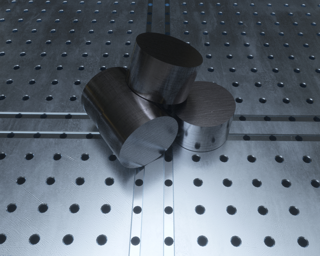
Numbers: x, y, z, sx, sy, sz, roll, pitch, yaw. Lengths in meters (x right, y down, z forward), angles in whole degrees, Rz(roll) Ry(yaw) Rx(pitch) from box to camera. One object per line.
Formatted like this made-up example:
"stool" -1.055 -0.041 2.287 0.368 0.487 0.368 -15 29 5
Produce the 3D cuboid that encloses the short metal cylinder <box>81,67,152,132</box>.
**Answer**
"short metal cylinder" -0.053 -0.031 0.397 0.081 0.080 0.050 -27 56 -21

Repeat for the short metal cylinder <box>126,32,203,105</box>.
"short metal cylinder" 0.004 -0.072 0.368 0.081 0.050 0.080 14 36 -10

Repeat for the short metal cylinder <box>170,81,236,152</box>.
"short metal cylinder" 0.054 -0.016 0.404 0.081 0.050 0.080 0 50 0

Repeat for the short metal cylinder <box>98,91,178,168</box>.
"short metal cylinder" -0.026 0.002 0.370 0.081 0.080 0.050 -27 56 -21

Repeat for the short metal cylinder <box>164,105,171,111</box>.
"short metal cylinder" 0.009 -0.067 0.447 0.081 0.050 0.080 0 50 0
